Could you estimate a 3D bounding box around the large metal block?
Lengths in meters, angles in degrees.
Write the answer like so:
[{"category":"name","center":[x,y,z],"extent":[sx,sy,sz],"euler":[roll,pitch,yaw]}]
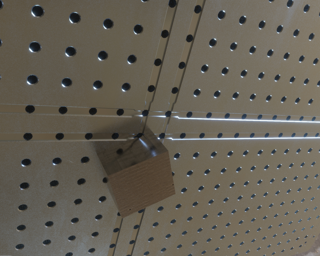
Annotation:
[{"category":"large metal block","center":[-0.031,0.063,0.419],"extent":[0.081,0.050,0.080],"euler":[-22,127,-16]}]
